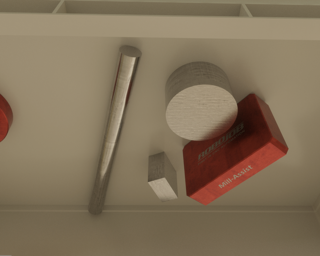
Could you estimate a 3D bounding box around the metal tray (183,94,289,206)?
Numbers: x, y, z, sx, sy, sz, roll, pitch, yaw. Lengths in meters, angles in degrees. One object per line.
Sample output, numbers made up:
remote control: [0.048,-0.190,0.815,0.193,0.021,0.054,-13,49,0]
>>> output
metal tray: [0.086,0.028,0.391,0.030,0.090,0.129,33,122,-25]

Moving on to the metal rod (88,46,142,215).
metal rod: [-0.070,0.026,0.430,0.025,0.025,0.298,11,129,-10]

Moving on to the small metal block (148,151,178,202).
small metal block: [0.005,0.072,0.454,0.025,0.050,0.050,-18,128,14]

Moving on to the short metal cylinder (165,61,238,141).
short metal cylinder: [0.047,-0.031,0.367,0.081,0.050,0.079,0,130,0]

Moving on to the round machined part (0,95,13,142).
round machined part: [-0.241,-0.009,0.383,0.099,0.042,0.097,-3,130,-3]
